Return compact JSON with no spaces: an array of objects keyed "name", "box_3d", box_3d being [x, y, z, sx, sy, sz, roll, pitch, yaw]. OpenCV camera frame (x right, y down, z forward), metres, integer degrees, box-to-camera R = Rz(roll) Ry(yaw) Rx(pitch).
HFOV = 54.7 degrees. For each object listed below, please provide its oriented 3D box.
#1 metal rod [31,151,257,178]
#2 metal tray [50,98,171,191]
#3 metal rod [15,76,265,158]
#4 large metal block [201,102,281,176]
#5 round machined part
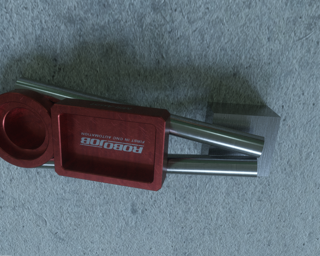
[{"name":"metal rod","box_3d":[-0.035,0.044,0.392,0.301,0.025,0.025,1,111,13]},{"name":"metal tray","box_3d":[-0.057,0.018,0.359,0.131,0.030,0.089,7,110,10]},{"name":"metal rod","box_3d":[-0.030,-0.015,0.370,0.301,0.025,0.025,15,110,8]},{"name":"large metal block","box_3d":[0.101,0.013,0.402,0.081,0.050,0.079,4,110,-2]},{"name":"round machined part","box_3d":[-0.166,-0.002,0.393,0.098,0.042,0.097,3,110,9]}]
